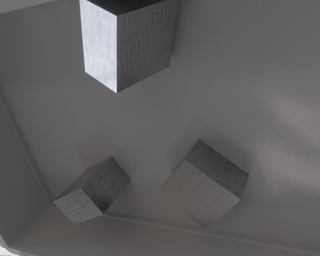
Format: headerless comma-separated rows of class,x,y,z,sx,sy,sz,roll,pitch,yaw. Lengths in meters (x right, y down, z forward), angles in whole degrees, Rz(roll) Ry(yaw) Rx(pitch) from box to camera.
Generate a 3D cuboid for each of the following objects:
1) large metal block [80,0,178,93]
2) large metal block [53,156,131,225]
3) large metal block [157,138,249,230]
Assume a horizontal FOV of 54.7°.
large metal block,-0.031,-0.095,0.317,0.050,0.081,0.079,35,139,26
large metal block,-0.106,0.099,0.490,0.080,0.080,0.050,-29,102,37
large metal block,0.056,0.075,0.409,0.080,0.050,0.079,36,129,4
